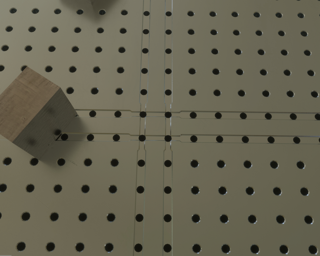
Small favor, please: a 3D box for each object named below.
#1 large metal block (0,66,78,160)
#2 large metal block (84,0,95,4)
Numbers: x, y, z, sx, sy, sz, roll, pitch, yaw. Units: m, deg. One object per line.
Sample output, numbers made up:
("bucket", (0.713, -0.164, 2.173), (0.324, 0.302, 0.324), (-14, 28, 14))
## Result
("large metal block", (-0.158, -0.015, 0.386), (0.050, 0.080, 0.080), (32, 73, 10))
("large metal block", (-0.121, -0.258, 0.491), (0.080, 0.050, 0.080), (32, 73, 10))
